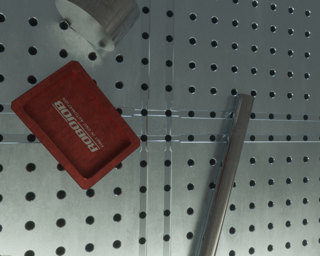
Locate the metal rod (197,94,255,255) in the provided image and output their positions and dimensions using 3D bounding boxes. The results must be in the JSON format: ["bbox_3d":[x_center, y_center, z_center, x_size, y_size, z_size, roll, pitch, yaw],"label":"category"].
[{"bbox_3d":[0.088,0.097,0.445,0.025,0.025,0.299,17,84,-19],"label":"metal rod"}]

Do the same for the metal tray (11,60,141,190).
[{"bbox_3d":[-0.098,-0.003,0.373,0.090,0.030,0.130,-41,103,-15],"label":"metal tray"}]

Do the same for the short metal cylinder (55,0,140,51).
[{"bbox_3d":[-0.071,-0.135,0.357,0.080,0.080,0.050,38,78,-16],"label":"short metal cylinder"}]
